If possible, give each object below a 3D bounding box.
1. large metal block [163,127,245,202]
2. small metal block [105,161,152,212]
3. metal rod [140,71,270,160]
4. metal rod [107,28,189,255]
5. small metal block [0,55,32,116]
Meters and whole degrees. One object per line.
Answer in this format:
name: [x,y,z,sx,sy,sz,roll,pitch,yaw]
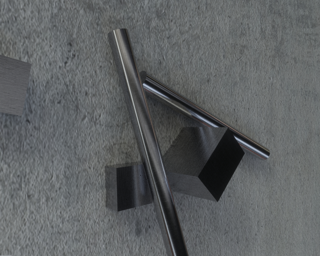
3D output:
large metal block: [0.053,0.045,0.416,0.050,0.080,0.080,52,59,-28]
small metal block: [-0.037,0.069,0.375,0.050,0.025,0.050,-3,92,-40]
metal rod: [0.082,-0.006,0.476,0.301,0.025,0.025,27,73,-37]
metal rod: [-0.011,0.031,0.367,0.025,0.025,0.298,-16,91,-39]
small metal block: [-0.150,-0.040,0.280,0.050,0.025,0.050,13,82,-40]
